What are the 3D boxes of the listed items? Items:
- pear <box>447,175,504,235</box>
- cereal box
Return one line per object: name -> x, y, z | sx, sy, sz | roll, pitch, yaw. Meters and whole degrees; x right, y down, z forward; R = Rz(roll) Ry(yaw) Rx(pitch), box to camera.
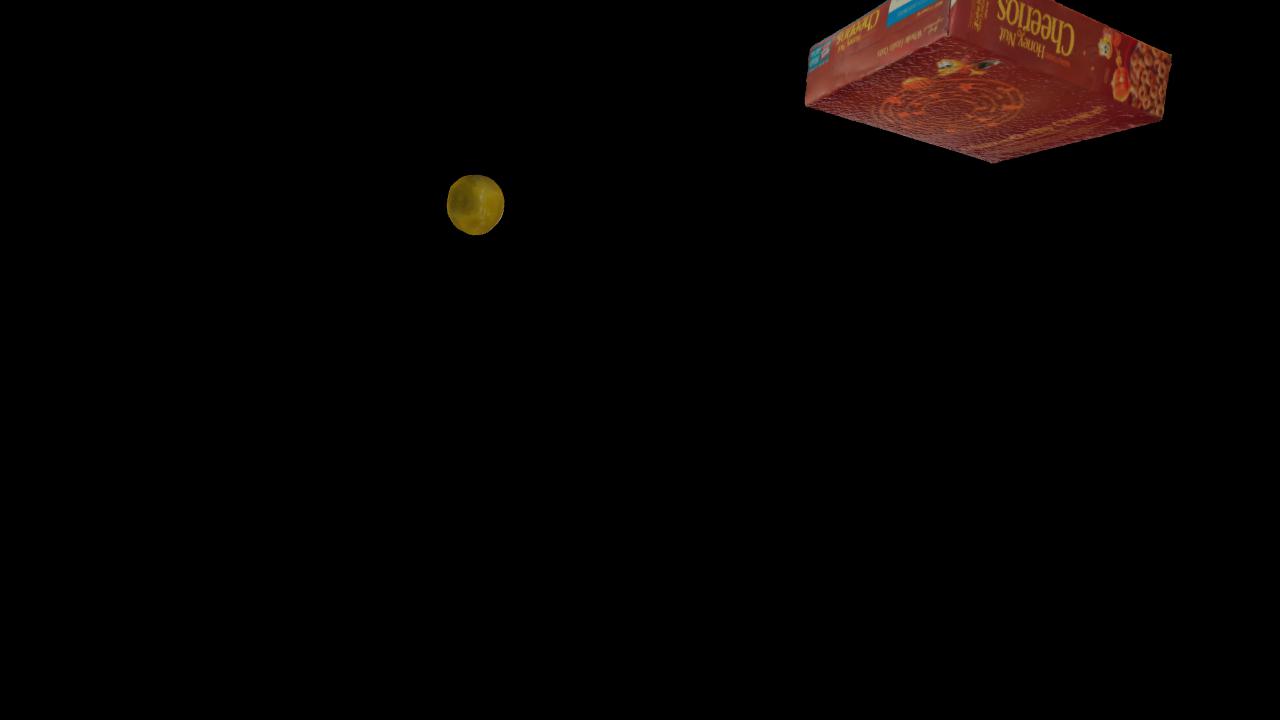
pear -> -0.215, -0.212, 0.849 | 0.080, 0.080, 0.111 | 0, 10, 13
cereal box -> 0.363, -0.301, 0.662 | 0.306, 0.081, 0.203 | 7, 2, -21
